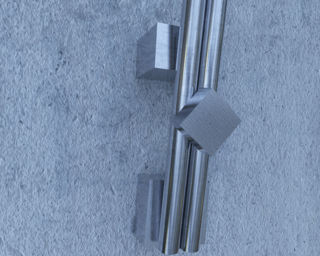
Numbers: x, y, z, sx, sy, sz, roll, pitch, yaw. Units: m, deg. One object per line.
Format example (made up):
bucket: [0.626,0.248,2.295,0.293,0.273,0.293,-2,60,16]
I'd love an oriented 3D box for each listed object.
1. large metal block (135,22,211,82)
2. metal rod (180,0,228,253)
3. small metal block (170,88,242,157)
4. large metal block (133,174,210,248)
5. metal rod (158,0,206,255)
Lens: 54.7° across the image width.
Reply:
large metal block: [0.020,-0.089,0.389,0.081,0.080,0.050,3,89,-20]
metal rod: [0.048,-0.007,0.351,0.025,0.025,0.298,3,96,-20]
small metal block: [0.048,-0.007,0.324,0.050,0.025,0.050,44,82,-21]
large metal block: [0.014,0.104,0.402,0.081,0.050,0.080,5,88,-20]
metal rod: [0.024,-0.008,0.342,0.025,0.025,0.298,3,96,-20]
